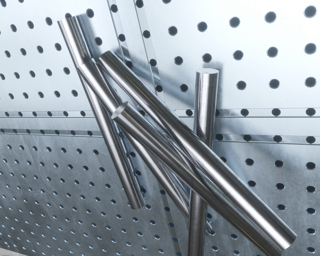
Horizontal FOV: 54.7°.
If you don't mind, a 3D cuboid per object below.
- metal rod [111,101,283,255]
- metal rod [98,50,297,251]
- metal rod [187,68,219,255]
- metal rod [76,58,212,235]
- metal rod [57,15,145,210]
[{"bbox_3d":[0.059,0.077,0.380,0.025,0.025,0.300,-29,117,37],"label":"metal rod"},{"bbox_3d":[0.033,0.016,0.360,0.300,0.025,0.025,46,130,12],"label":"metal rod"},{"bbox_3d":[0.053,0.072,0.406,0.025,0.025,0.298,11,117,22],"label":"metal rod"},{"bbox_3d":[-0.013,0.038,0.428,0.025,0.025,0.299,-22,111,36],"label":"metal rod"},{"bbox_3d":[-0.076,-0.006,0.445,0.025,0.025,0.298,-3,117,29],"label":"metal rod"}]
